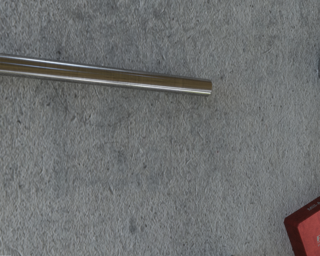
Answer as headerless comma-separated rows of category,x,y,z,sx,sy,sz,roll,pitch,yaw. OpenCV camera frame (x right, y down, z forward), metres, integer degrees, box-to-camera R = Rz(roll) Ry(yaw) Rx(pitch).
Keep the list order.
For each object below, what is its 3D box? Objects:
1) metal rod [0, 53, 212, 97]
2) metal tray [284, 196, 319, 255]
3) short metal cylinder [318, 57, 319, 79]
metal rod,-0.075,-0.065,0.381,0.302,0.025,0.025,3,89,-21
metal tray,0.274,0.164,0.511,0.131,0.030,0.090,-23,98,-19
short metal cylinder,0.313,-0.102,0.514,0.081,0.050,0.079,0,90,-21
